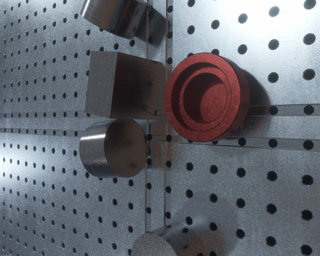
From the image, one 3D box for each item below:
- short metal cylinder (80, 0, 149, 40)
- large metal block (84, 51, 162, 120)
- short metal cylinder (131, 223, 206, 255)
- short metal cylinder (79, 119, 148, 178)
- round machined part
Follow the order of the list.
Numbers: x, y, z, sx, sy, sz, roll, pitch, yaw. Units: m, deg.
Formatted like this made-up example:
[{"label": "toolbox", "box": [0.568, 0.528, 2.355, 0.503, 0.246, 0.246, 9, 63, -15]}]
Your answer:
[{"label": "short metal cylinder", "box": [-0.062, -0.164, 0.425, 0.080, 0.081, 0.050, 43, 116, 31]}, {"label": "large metal block", "box": [-0.048, -0.055, 0.413, 0.050, 0.081, 0.079, 13, 99, 39]}, {"label": "short metal cylinder", "box": [0.010, 0.165, 0.385, 0.080, 0.050, 0.079, 1, 91, 40]}, {"label": "short metal cylinder", "box": [-0.062, 0.028, 0.425, 0.050, 0.081, 0.080, -9, 85, 39]}, {"label": "round machined part", "box": [0.056, -0.033, 0.352, 0.098, 0.042, 0.097, 0, 90, 40]}]
